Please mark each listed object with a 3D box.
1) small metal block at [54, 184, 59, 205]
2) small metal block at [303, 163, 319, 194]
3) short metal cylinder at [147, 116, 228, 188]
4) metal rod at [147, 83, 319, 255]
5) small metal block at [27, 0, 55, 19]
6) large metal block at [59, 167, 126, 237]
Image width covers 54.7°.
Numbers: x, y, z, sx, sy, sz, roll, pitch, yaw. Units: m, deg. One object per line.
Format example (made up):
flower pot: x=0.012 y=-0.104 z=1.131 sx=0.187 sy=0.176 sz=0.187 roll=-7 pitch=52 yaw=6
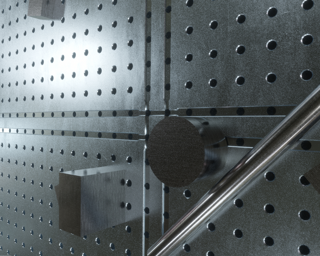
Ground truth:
small metal block: x=-0.152 y=0.116 z=0.531 sx=0.050 sy=0.025 sz=0.050 roll=-29 pitch=72 yaw=36
small metal block: x=0.167 y=0.046 z=0.271 sx=0.050 sy=0.025 sz=0.050 roll=-47 pitch=62 yaw=29
short metal cylinder: x=0.031 y=0.026 z=0.366 sx=0.080 sy=0.050 sz=0.079 roll=0 pitch=90 yaw=39
metal rod: x=0.076 y=0.066 z=0.345 sx=0.298 sy=0.025 sz=0.025 roll=-52 pitch=60 yaw=27
small metal block: x=-0.227 y=-0.237 z=0.593 sx=0.050 sy=0.025 sz=0.050 roll=16 pitch=100 yaw=38
large metal block: x=-0.097 y=0.102 z=0.451 sx=0.050 sy=0.081 sz=0.079 roll=1 pitch=91 yaw=40
